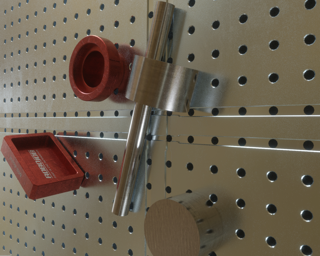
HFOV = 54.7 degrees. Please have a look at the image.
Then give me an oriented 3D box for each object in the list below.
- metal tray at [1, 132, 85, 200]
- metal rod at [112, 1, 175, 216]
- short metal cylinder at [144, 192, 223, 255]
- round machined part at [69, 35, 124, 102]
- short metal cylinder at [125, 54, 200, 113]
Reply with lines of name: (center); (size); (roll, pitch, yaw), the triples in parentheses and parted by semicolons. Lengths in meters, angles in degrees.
metal tray: (-0.203, 0.059, 0.533); (0.130, 0.091, 0.030); (42, 120, 32)
metal rod: (-0.026, -0.019, 0.430); (0.025, 0.025, 0.298); (21, 103, 38)
short metal cylinder: (0.028, 0.121, 0.370); (0.080, 0.050, 0.080); (0, 90, 40)
round machined part: (-0.094, -0.089, 0.476); (0.098, 0.042, 0.097); (0, 90, 40)
short metal cylinder: (0.002, -0.054, 0.372); (0.080, 0.081, 0.050); (23, 105, 37)
